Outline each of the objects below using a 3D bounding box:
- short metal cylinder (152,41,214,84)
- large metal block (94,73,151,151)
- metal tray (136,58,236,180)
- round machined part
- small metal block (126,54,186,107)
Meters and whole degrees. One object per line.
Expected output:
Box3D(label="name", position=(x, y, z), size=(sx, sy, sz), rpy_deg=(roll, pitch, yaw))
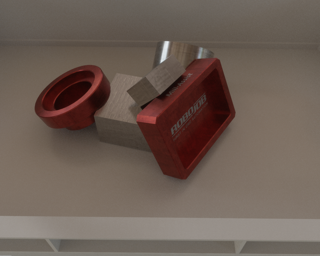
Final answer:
Box3D(label="short metal cylinder", position=(0.031, -0.085, 0.431), size=(0.080, 0.080, 0.050), rpy_deg=(13, 95, 10))
Box3D(label="large metal block", position=(-0.029, -0.021, 0.404), size=(0.080, 0.050, 0.080), rpy_deg=(11, 51, 9))
Box3D(label="metal tray", position=(0.038, -0.014, 0.372), size=(0.030, 0.090, 0.131), rpy_deg=(8, 44, 43))
Box3D(label="round machined part", position=(-0.108, -0.035, 0.405), size=(0.098, 0.042, 0.098), rpy_deg=(-16, 42, 15))
Box3D(label="small metal block", position=(-0.005, -0.055, 0.366), size=(0.025, 0.050, 0.050), rpy_deg=(51, 59, -10))
